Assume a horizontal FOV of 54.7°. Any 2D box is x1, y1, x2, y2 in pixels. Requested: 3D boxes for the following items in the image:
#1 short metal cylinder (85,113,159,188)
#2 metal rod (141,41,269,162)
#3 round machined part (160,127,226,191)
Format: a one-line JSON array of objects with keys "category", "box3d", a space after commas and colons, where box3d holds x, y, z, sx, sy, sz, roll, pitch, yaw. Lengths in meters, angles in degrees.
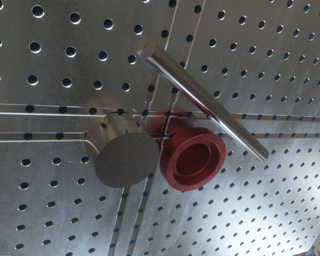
[{"category": "short metal cylinder", "box3d": [-0.048, 0.028, 0.387, 0.081, 0.050, 0.079, -14, 125, -21]}, {"category": "metal rod", "box3d": [0.083, -0.021, 0.445, 0.025, 0.025, 0.301, -49, 129, 6]}, {"category": "round machined part", "box3d": [0.044, 0.041, 0.451, 0.099, 0.042, 0.097, -14, 125, -21]}]
